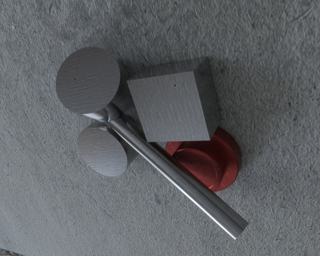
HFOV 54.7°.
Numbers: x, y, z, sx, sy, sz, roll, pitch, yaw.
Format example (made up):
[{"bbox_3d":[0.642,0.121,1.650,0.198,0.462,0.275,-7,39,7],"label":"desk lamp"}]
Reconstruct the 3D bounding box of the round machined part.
[{"bbox_3d":[0.051,0.044,0.397,0.098,0.042,0.097,13,124,21],"label":"round machined part"}]

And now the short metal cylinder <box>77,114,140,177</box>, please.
[{"bbox_3d":[-0.069,0.022,0.444,0.080,0.050,0.079,13,124,21],"label":"short metal cylinder"}]

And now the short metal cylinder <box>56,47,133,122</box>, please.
[{"bbox_3d":[-0.077,-0.051,0.377,0.080,0.050,0.080,-2,80,14],"label":"short metal cylinder"}]

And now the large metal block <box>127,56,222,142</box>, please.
[{"bbox_3d":[0.019,-0.031,0.360,0.080,0.050,0.080,-3,117,29],"label":"large metal block"}]

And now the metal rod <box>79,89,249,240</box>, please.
[{"bbox_3d":[-0.019,0.022,0.388,0.300,0.025,0.025,40,130,17],"label":"metal rod"}]
